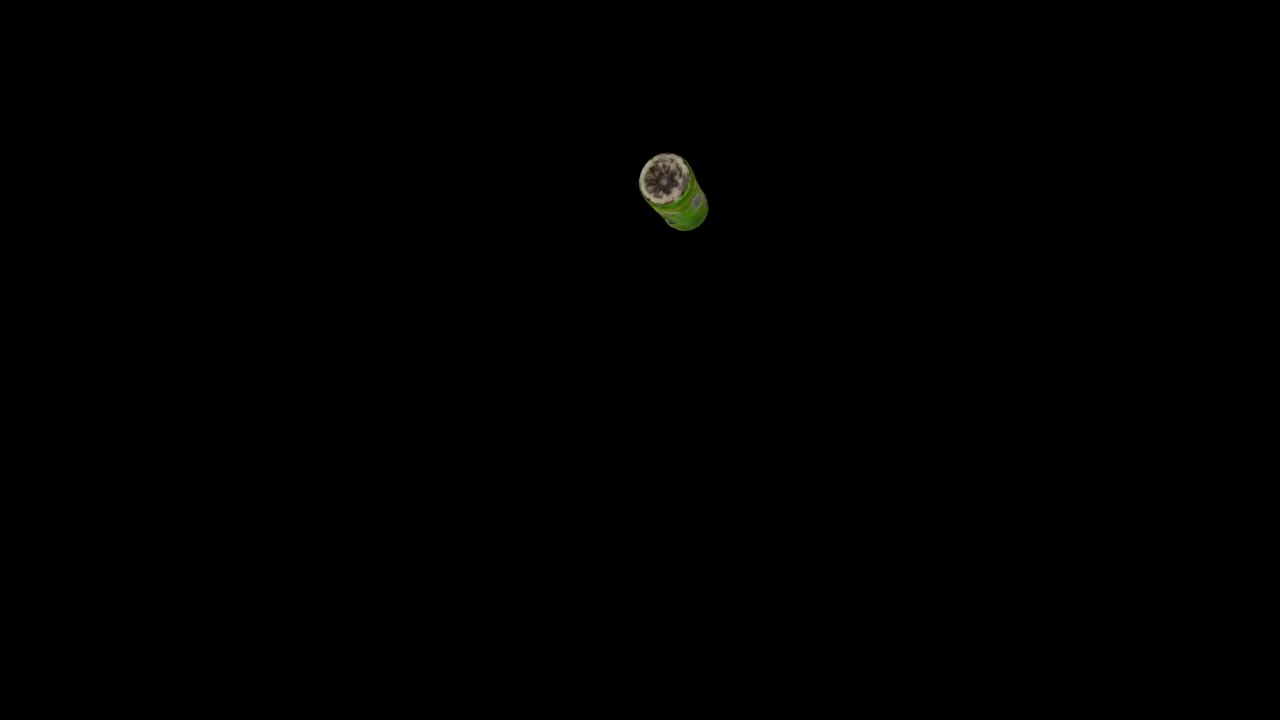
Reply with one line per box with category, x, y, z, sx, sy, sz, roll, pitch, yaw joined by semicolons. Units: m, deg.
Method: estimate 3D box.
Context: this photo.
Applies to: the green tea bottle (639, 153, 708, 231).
green tea bottle;0.057;-0.222;0.861;0.073;0.073;0.212;0;-2;16
